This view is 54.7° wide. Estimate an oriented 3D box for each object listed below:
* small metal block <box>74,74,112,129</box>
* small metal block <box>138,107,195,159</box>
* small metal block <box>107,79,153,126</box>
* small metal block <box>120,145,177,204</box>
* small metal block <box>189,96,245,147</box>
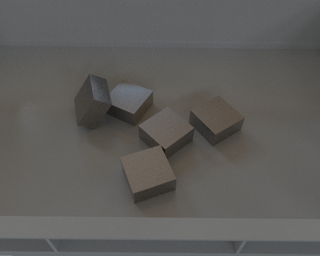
[{"bbox_3d":[-0.091,-0.035,0.414,0.025,0.050,0.050,15,41,-35],"label":"small metal block"},{"bbox_3d":[0.008,0.006,0.400,0.050,0.025,0.050,-34,58,-26],"label":"small metal block"},{"bbox_3d":[-0.044,-0.036,0.435,0.050,0.025,0.050,23,54,18],"label":"small metal block"},{"bbox_3d":[-0.014,0.053,0.360,0.050,0.025,0.050,-16,52,-13],"label":"small metal block"},{"bbox_3d":[0.075,-0.010,0.415,0.050,0.025,0.050,-28,56,-22],"label":"small metal block"}]
